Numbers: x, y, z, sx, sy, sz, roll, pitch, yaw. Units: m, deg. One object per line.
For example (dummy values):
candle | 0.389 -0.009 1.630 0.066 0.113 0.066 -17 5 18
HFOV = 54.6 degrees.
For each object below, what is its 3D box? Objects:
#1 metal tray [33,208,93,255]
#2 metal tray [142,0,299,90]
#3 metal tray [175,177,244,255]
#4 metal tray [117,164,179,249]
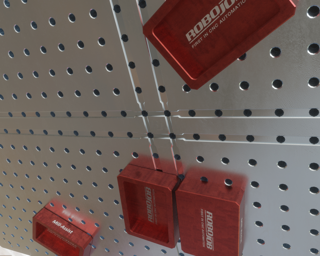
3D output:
metal tray | -0.212 0.238 0.668 0.130 0.030 0.089 27 128 11
metal tray | 0.055 -0.110 0.311 0.090 0.030 0.129 48 129 -6
metal tray | 0.074 0.139 0.455 0.090 0.030 0.129 7 122 24
metal tray | -0.015 0.126 0.494 0.090 0.030 0.129 10 123 23
